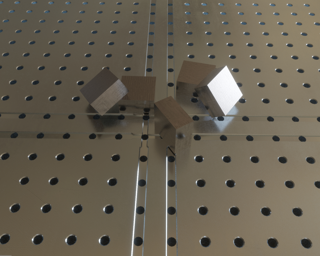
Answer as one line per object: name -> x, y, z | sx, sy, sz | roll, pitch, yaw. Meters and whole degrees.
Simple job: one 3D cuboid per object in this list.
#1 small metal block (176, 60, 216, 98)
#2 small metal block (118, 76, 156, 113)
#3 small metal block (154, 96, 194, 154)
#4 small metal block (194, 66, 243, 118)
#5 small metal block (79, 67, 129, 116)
small metal block -> 0.055, -0.074, 0.470 | 0.050, 0.025, 0.050 | 11, 51, 9
small metal block -> -0.032, -0.049, 0.449 | 0.050, 0.025, 0.050 | 2, 50, 1
small metal block -> 0.016, -0.004, 0.395 | 0.025, 0.050, 0.050 | -25, 55, -19
small metal block -> 0.082, -0.050, 0.432 | 0.050, 0.050, 0.025 | -46, 22, -31
small metal block -> -0.078, -0.052, 0.431 | 0.050, 0.025, 0.050 | -43, 41, -3
